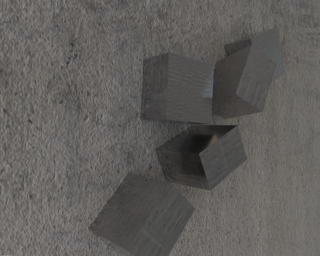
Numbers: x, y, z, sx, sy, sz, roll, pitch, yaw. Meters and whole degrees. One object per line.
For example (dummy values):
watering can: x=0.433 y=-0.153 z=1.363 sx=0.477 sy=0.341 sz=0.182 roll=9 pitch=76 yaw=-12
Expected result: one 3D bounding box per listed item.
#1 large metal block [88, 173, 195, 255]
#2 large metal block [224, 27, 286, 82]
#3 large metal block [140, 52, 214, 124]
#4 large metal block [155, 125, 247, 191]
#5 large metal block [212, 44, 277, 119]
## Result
large metal block: x=-0.021 y=0.103 z=0.351 sx=0.050 sy=0.080 sz=0.080 roll=51 pitch=60 yaw=-28
large metal block: x=0.163 y=-0.116 z=0.524 sx=0.081 sy=0.050 sz=0.080 roll=-30 pitch=109 yaw=-36
large metal block: x=0.024 y=-0.047 z=0.408 sx=0.081 sy=0.050 sz=0.080 roll=5 pitch=87 yaw=-40
large metal block: x=0.055 y=0.035 z=0.415 sx=0.081 sy=0.080 sz=0.050 roll=-30 pitch=109 yaw=-36
large metal block: x=0.115 y=-0.064 z=0.458 sx=0.050 sy=0.080 sz=0.080 roll=29 pitch=72 yaw=-21
